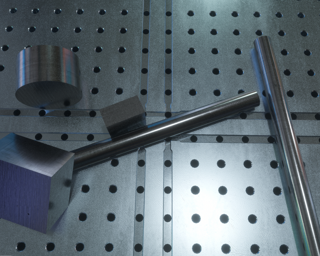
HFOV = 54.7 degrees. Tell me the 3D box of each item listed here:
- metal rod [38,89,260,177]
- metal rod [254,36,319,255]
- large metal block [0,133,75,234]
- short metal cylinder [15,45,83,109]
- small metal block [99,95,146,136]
[{"bbox_3d":[-0.010,0.007,0.409,0.302,0.025,0.025,-19,71,-7],"label":"metal rod"},{"bbox_3d":[0.166,0.010,0.410,0.025,0.025,0.299,-5,70,-2],"label":"metal rod"},{"bbox_3d":[-0.150,0.062,0.352,0.080,0.079,0.050,17,26,6],"label":"large metal block"},{"bbox_3d":[-0.144,-0.064,0.404,0.081,0.080,0.050,-8,70,-3],"label":"short metal cylinder"},{"bbox_3d":[-0.047,-0.013,0.403,0.050,0.050,0.025,-22,72,-8],"label":"small metal block"}]
